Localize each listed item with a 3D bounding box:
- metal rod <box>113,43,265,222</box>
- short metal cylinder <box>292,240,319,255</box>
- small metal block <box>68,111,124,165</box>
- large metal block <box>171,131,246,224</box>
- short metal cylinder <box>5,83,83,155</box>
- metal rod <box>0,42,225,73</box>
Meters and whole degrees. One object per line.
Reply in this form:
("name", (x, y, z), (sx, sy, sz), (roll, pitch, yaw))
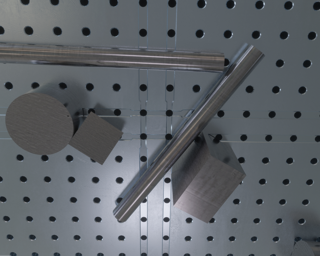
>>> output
("metal rod", (0.030, 0.017, 0.419), (0.025, 0.025, 0.299), (35, 106, -12))
("short metal cylinder", (0.240, 0.213, 0.465), (0.050, 0.080, 0.079), (5, 110, -2))
("small metal block", (-0.084, 0.014, 0.407), (0.050, 0.025, 0.050), (35, 78, -12))
("large metal block", (0.059, 0.061, 0.407), (0.050, 0.080, 0.080), (30, 107, -11))
("short metal cylinder", (-0.144, -0.012, 0.394), (0.081, 0.050, 0.079), (0, 110, 0))
("metal rod", (-0.074, -0.087, 0.380), (0.302, 0.025, 0.025), (2, 110, -1))
